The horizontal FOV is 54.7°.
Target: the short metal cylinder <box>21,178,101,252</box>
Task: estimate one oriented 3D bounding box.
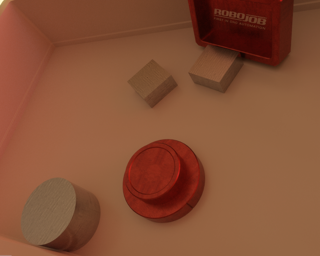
[{"bbox_3d":[-0.122,0.108,0.386,0.080,0.050,0.080,-13,56,20],"label":"short metal cylinder"}]

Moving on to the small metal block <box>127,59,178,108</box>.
[{"bbox_3d":[-0.011,-0.065,0.450,0.050,0.025,0.050,-42,51,-1],"label":"small metal block"}]

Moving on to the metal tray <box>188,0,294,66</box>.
[{"bbox_3d":[0.098,-0.137,0.392,0.130,0.090,0.030,28,62,37],"label":"metal tray"}]

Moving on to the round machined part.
[{"bbox_3d":[-0.001,0.056,0.360,0.098,0.042,0.098,-13,56,20],"label":"round machined part"}]

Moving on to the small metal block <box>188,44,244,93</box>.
[{"bbox_3d":[0.075,-0.080,0.415,0.050,0.025,0.050,26,76,36],"label":"small metal block"}]
